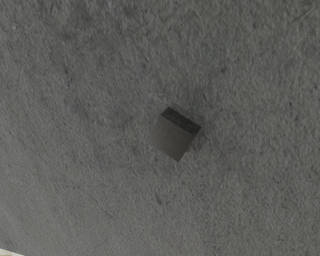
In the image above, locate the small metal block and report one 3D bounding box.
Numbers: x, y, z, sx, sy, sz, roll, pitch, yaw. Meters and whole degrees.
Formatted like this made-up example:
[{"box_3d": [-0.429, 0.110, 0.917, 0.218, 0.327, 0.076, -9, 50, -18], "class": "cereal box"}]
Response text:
[{"box_3d": [0.018, 0.009, 0.403, 0.050, 0.025, 0.050, 33, 129, 6], "class": "small metal block"}]
